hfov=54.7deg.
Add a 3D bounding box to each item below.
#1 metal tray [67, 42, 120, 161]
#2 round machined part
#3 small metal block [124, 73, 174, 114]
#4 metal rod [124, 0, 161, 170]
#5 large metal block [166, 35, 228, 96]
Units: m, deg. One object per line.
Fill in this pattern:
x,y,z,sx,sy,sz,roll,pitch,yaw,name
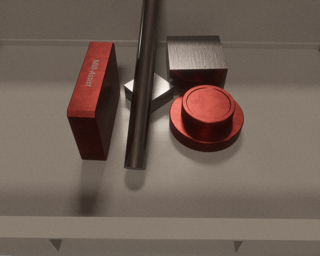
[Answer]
-0.078,-0.036,0.391,0.030,0.089,0.130,3,50,2,metal tray
0.062,-0.020,0.411,0.099,0.042,0.098,0,50,0,round machined part
-0.016,-0.052,0.449,0.050,0.025,0.050,-35,59,-26,small metal block
-0.018,-0.096,0.405,0.025,0.025,0.299,4,75,3,metal rod
0.052,-0.096,0.470,0.081,0.050,0.080,-1,50,-2,large metal block
